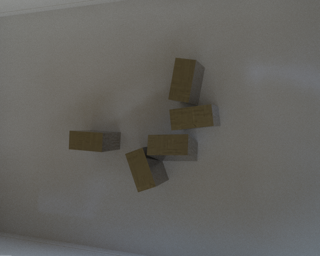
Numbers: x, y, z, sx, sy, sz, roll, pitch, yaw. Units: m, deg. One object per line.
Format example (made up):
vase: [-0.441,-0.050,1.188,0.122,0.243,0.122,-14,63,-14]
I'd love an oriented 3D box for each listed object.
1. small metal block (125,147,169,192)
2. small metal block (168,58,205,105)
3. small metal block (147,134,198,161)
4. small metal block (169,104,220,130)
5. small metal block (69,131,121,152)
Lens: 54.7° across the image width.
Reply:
small metal block: [-0.016,0.051,0.402,0.025,0.050,0.050,-22,83,19]
small metal block: [0.034,-0.056,0.385,0.025,0.050,0.050,11,94,19]
small metal block: [0.017,0.026,0.388,0.050,0.050,0.025,-2,76,19]
small metal block: [0.044,-0.012,0.381,0.050,0.050,0.025,-6,88,19]
small metal block: [-0.089,0.017,0.427,0.050,0.050,0.025,3,91,19]
